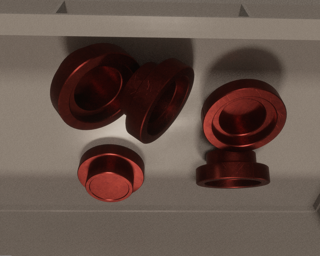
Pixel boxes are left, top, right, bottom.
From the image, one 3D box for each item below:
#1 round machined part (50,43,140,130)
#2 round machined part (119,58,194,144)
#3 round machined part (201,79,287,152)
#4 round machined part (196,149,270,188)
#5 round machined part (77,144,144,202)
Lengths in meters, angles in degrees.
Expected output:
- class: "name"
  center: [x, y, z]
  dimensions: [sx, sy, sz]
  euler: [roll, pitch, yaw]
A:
- class: "round machined part"
  center: [-0.072, -0.048, 0.335]
  dimensions: [0.099, 0.042, 0.097]
  euler: [-29, 146, -22]
- class: "round machined part"
  center: [-0.007, -0.034, 0.345]
  dimensions: [0.042, 0.099, 0.097]
  euler: [34, 131, 18]
- class: "round machined part"
  center: [0.100, -0.019, 0.383]
  dimensions: [0.099, 0.042, 0.097]
  euler: [-1, 130, 0]
- class: "round machined part"
  center: [0.099, 0.056, 0.429]
  dimensions: [0.099, 0.042, 0.098]
  euler: [1, 161, 0]
- class: "round machined part"
  center: [-0.073, 0.073, 0.459]
  dimensions: [0.099, 0.042, 0.097]
  euler: [-1, 130, 0]
